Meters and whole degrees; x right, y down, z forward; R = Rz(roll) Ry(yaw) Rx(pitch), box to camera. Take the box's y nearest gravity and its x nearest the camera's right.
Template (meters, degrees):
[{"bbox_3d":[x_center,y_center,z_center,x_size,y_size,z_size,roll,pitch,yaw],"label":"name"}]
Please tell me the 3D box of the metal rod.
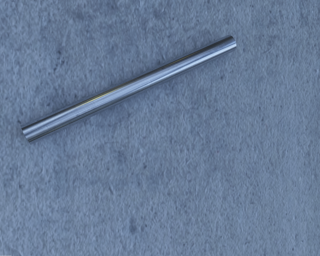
[{"bbox_3d":[-0.026,-0.057,0.400,0.302,0.025,0.025,-27,99,-18],"label":"metal rod"}]
